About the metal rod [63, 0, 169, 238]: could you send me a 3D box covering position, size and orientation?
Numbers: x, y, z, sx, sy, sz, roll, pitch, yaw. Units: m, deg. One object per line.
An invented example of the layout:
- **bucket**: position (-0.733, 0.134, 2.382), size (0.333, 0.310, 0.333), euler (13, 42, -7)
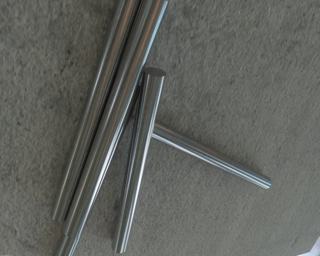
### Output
- **metal rod**: position (-0.057, 0.002, 0.351), size (0.025, 0.025, 0.298), euler (10, 112, -33)

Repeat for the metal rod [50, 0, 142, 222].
- **metal rod**: position (-0.078, -0.015, 0.355), size (0.025, 0.025, 0.298), euler (9, 114, -33)

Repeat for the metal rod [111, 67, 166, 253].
- **metal rod**: position (-0.035, 0.063, 0.412), size (0.025, 0.025, 0.298), euler (-4, 125, -27)

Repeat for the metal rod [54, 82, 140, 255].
- **metal rod**: position (-0.089, 0.075, 0.405), size (0.025, 0.025, 0.298), euler (12, 112, -34)

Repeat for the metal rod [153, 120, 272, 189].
- **metal rod**: position (0.091, 0.050, 0.489), size (0.301, 0.025, 0.025), euler (26, 104, -38)
